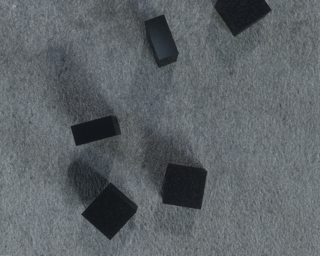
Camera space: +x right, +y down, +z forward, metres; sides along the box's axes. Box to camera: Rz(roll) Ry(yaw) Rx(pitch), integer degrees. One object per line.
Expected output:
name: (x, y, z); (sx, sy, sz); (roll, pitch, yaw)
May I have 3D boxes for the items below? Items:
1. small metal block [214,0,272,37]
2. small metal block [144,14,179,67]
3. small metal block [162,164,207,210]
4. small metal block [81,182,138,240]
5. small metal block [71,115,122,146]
small metal block: (0.109, -0.159, 0.411); (0.050, 0.025, 0.050); (-34, 90, 0)
small metal block: (0.002, -0.110, 0.397); (0.025, 0.050, 0.050); (-21, 90, 0)
small metal block: (0.032, 0.076, 0.411); (0.050, 0.025, 0.050); (9, 90, -1)
small metal block: (-0.066, 0.109, 0.409); (0.050, 0.025, 0.050); (42, 90, -1)
small metal block: (-0.080, 0.003, 0.396); (0.050, 0.050, 0.025); (-15, 90, 0)
